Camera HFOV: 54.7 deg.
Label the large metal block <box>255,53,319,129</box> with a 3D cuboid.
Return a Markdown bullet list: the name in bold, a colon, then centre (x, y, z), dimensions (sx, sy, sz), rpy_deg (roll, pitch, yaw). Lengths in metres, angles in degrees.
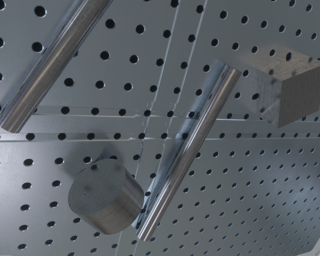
- **large metal block**: centre (0.194, -0.057, 0.466), dimensions (0.081, 0.050, 0.080), rpy_deg (-21, 127, -16)

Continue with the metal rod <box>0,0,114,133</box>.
- **metal rod**: centre (-0.066, -0.118, 0.301), dimensions (0.025, 0.025, 0.299), rpy_deg (32, 101, -38)

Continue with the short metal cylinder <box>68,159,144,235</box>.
- **short metal cylinder**: centre (-0.067, 0.086, 0.392), dimensions (0.080, 0.080, 0.050), rpy_deg (-35, 129, -5)

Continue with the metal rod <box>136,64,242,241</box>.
- **metal rod**: centre (0.036, 0.048, 0.459), dimensions (0.025, 0.025, 0.298), rpy_deg (14, 111, -34)
